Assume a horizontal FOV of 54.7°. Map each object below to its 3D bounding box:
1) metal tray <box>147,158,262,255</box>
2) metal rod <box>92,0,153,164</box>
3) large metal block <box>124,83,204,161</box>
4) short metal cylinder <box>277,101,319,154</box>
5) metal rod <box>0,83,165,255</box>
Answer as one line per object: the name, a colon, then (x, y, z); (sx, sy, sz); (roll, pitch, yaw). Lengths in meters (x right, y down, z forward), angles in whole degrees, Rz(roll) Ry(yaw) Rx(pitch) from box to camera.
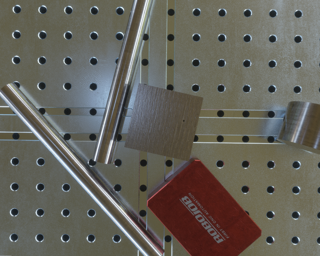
metal tray: (0.057, 0.116, 0.411); (0.090, 0.030, 0.130); (-41, 90, 0)
metal rod: (-0.040, -0.100, 0.412); (0.025, 0.025, 0.298); (15, 90, 0)
large metal block: (0.005, -0.007, 0.401); (0.080, 0.050, 0.080); (13, 90, 0)
short metal cylinder: (0.194, 0.003, 0.387); (0.080, 0.080, 0.050); (18, 90, 0)
metal rod: (-0.103, 0.060, 0.412); (0.025, 0.025, 0.300); (-42, 90, 0)
